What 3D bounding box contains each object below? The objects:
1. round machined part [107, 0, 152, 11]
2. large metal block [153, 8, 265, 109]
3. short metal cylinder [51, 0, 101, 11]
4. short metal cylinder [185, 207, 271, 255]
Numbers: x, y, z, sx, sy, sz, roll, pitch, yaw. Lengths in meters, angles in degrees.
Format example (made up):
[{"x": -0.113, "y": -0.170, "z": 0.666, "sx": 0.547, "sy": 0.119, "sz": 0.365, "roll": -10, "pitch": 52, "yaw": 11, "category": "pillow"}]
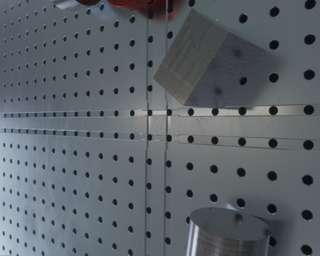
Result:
[{"x": -0.032, "y": -0.210, "z": 0.425, "sx": 0.098, "sy": 0.042, "sz": 0.097, "roll": 0, "pitch": 90, "yaw": 40, "category": "round machined part"}, {"x": 0.053, "y": -0.068, "z": 0.330, "sx": 0.050, "sy": 0.081, "sz": 0.080, "roll": 46, "pitch": 117, "yaw": 30, "category": "large metal block"}, {"x": -0.134, "y": -0.229, "z": 0.484, "sx": 0.050, "sy": 0.081, "sz": 0.079, "roll": 5, "pitch": 94, "yaw": 40, "category": "short metal cylinder"}, {"x": 0.068, "y": 0.120, "z": 0.318, "sx": 0.080, "sy": 0.081, "sz": 0.050, "roll": 11, "pitch": 97, "yaw": 39, "category": "short metal cylinder"}]
